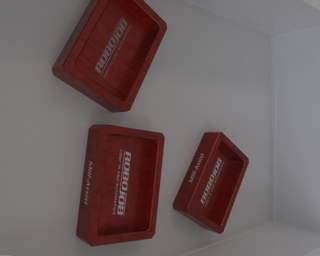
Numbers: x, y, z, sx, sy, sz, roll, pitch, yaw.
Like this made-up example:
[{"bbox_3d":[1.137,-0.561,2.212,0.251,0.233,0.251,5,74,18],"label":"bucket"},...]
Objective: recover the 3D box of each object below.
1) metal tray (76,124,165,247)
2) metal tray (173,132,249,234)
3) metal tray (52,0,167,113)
[{"bbox_3d":[-0.043,0.065,0.366,0.091,0.030,0.129,10,84,-40],"label":"metal tray"},{"bbox_3d":[0.082,0.082,0.471,0.090,0.030,0.130,41,65,-33],"label":"metal tray"},{"bbox_3d":[-0.052,-0.094,0.358,0.090,0.030,0.130,35,69,-35],"label":"metal tray"}]
